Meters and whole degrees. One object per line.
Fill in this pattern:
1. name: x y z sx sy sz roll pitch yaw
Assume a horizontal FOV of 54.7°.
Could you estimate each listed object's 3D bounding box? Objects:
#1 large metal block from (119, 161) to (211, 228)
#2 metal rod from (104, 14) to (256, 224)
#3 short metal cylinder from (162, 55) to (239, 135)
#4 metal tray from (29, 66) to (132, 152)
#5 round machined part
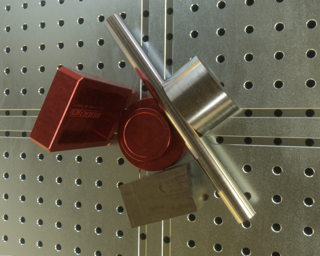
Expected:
1. large metal block: 0.010 0.077 0.379 0.080 0.080 0.050 -20 84 18
2. metal rod: 0.019 -0.020 0.383 0.025 0.025 0.299 -37 79 16
3. short metal cylinder: 0.048 -0.039 0.365 0.050 0.080 0.080 -39 78 16
4. metal tray: -0.091 -0.020 0.388 0.030 0.130 0.090 29 99 17
5. round machined part: -0.013 0.009 0.407 0.098 0.042 0.097 0 90 19
